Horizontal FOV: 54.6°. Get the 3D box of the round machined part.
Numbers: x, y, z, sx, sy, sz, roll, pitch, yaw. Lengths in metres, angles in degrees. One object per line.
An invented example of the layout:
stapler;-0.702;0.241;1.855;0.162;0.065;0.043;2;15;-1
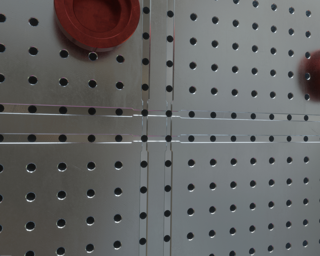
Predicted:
round machined part;-0.077;-0.141;0.375;0.099;0.042;0.097;0;90;-20
